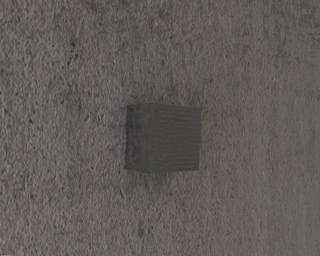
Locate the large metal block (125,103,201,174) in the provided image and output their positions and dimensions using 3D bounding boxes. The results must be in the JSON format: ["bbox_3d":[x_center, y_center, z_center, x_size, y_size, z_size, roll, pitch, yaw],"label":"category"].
[{"bbox_3d":[0.005,0.013,0.391,0.081,0.050,0.080,3,88,-40],"label":"large metal block"}]
